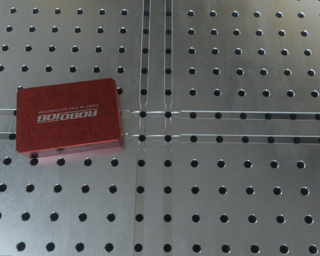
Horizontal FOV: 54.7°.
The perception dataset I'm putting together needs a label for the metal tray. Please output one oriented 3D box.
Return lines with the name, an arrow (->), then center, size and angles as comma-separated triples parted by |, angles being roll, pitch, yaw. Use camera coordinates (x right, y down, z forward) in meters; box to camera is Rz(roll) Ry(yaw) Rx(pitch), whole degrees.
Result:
metal tray -> -0.119, -0.014, 0.413 | 0.131, 0.030, 0.090 | -8, 70, -3
